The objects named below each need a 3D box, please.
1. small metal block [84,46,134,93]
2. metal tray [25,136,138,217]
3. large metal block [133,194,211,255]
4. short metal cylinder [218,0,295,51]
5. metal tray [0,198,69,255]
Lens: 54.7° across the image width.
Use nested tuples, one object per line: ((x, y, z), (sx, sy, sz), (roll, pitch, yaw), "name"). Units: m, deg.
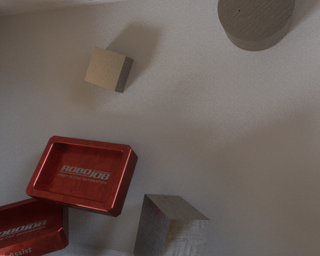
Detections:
((-0.071, -0.081, 0.435), (0.050, 0.025, 0.050), (21, 97, 18), "small metal block")
((-0.105, 0.062, 0.421), (0.130, 0.030, 0.090), (6, 62, 19), "metal tray")
((0.011, 0.132, 0.370), (0.050, 0.080, 0.079), (9, 94, -23), "large metal block")
((0.111, -0.134, 0.358), (0.080, 0.050, 0.079), (0, 90, 19), "short metal cylinder")
((-0.192, 0.136, 0.412), (0.131, 0.090, 0.030), (-14, 116, -11), "metal tray")
